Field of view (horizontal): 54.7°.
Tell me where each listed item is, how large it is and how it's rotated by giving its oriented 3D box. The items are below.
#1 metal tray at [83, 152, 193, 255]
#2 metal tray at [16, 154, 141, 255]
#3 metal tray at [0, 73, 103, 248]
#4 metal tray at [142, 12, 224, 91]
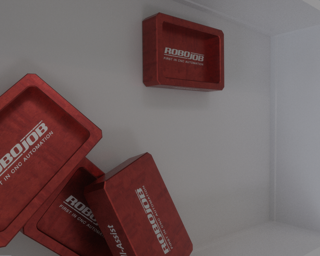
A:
[{"bbox_3d":[-0.018,0.102,0.335,0.090,0.030,0.129,-31,98,-58],"label":"metal tray"},{"bbox_3d":[-0.075,0.100,0.340,0.130,0.030,0.090,48,62,-29],"label":"metal tray"},{"bbox_3d":[-0.127,0.025,0.276,0.090,0.030,0.130,42,63,-8],"label":"metal tray"},{"bbox_3d":[0.037,-0.100,0.433,0.131,0.030,0.089,-1,91,-40],"label":"metal tray"}]
